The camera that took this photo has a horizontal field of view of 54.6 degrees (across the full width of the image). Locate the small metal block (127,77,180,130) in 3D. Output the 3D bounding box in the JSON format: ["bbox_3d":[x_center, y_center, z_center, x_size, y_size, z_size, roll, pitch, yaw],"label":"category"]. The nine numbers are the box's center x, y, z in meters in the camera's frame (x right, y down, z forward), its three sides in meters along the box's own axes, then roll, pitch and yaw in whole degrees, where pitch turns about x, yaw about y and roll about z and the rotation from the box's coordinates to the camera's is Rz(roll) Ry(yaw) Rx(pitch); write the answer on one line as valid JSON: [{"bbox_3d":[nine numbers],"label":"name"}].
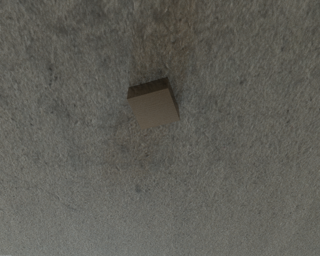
[{"bbox_3d":[-0.007,-0.030,0.382,0.050,0.025,0.050,-14,129,11],"label":"small metal block"}]
